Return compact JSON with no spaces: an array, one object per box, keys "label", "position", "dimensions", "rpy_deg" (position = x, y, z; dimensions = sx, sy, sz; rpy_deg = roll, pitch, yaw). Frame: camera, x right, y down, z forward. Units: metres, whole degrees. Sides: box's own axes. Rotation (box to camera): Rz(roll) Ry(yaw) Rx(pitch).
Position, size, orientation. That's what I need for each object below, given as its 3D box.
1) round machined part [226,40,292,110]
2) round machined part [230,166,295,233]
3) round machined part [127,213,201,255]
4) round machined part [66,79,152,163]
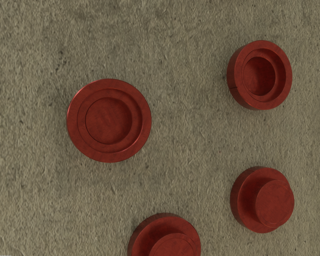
[{"label":"round machined part","position":[0.139,-0.074,0.451],"dimensions":[0.099,0.042,0.097],"rpy_deg":[0,90,-20]},{"label":"round machined part","position":[0.157,0.107,0.458],"dimensions":[0.099,0.042,0.097],"rpy_deg":[0,90,-20]},{"label":"round machined part","position":[0.010,0.165,0.404],"dimensions":[0.099,0.042,0.097],"rpy_deg":[0,90,-20]},{"label":"round machined part","position":[-0.063,-0.009,0.377],"dimensions":[0.099,0.042,0.097],"rpy_deg":[0,90,-20]}]
